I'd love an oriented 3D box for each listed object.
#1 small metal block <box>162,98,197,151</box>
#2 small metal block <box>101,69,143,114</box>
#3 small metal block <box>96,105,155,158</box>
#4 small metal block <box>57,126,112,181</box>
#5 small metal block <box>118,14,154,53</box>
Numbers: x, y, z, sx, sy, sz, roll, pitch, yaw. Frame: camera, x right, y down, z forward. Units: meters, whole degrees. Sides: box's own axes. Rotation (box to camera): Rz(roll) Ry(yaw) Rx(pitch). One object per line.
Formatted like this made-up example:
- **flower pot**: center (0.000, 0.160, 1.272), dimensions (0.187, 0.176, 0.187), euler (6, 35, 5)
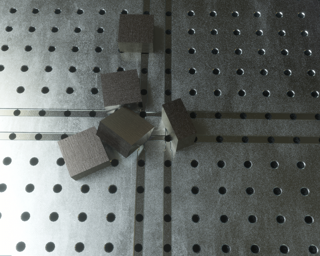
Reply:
- **small metal block**: center (0.024, -0.003, 0.400), dimensions (0.025, 0.050, 0.050), euler (-21, 72, -8)
- **small metal block**: center (-0.053, -0.050, 0.430), dimensions (0.050, 0.025, 0.050), euler (-9, 70, -4)
- **small metal block**: center (-0.044, 0.004, 0.398), dimensions (0.050, 0.025, 0.050), euler (36, 41, 12)
- **small metal block**: center (-0.096, 0.033, 0.399), dimensions (0.050, 0.025, 0.050), euler (-24, 72, -9)
- **small metal block**: center (-0.035, -0.141, 0.463), dimensions (0.050, 0.025, 0.050), euler (1, 70, 0)
